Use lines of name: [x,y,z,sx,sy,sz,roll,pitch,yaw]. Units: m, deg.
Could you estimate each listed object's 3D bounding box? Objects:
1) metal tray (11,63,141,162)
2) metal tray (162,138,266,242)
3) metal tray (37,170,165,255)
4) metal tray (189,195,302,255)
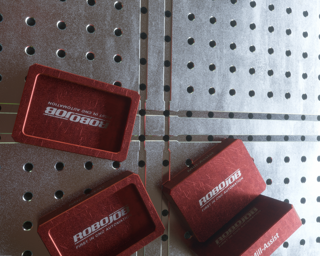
metal tray: [-0.098,-0.015,0.374,0.131,0.030,0.090,14,85,-20]
metal tray: [0.080,0.085,0.441,0.131,0.030,0.090,-34,102,-17]
metal tray: [-0.070,0.123,0.384,0.131,0.030,0.090,-28,100,-18]
metal tray: [0.113,0.145,0.421,0.131,0.090,0.030,-34,102,-17]
